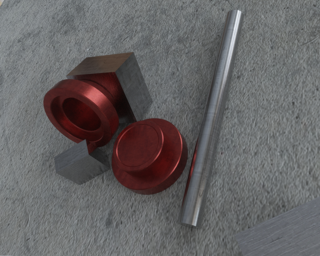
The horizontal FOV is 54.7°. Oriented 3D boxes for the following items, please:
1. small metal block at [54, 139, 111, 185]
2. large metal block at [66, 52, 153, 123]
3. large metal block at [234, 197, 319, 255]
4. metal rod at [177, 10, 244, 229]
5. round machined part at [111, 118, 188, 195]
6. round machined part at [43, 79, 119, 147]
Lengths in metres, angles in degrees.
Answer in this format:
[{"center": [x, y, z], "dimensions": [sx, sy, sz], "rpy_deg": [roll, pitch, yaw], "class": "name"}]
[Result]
[{"center": [-0.103, 0.047, 0.413], "dimensions": [0.050, 0.050, 0.025], "rpy_deg": [-29, 53, 10], "class": "small metal block"}, {"center": [-0.067, -0.054, 0.429], "dimensions": [0.080, 0.080, 0.050], "rpy_deg": [1, 41, 29], "class": "large metal block"}, {"center": [0.121, 0.114, 0.254], "dimensions": [0.080, 0.050, 0.080], "rpy_deg": [-28, 52, 10], "class": "large metal block"}, {"center": [0.069, -0.029, 0.385], "dimensions": [0.025, 0.025, 0.300], "rpy_deg": [2, 63, 29], "class": "metal rod"}, {"center": [-0.019, 0.029, 0.385], "dimensions": [0.098, 0.042, 0.098], "rpy_deg": [-13, 57, 21], "class": "round machined part"}, {"center": [-0.097, -0.024, 0.405], "dimensions": [0.098, 0.098, 0.042], "rpy_deg": [1, 41, 28], "class": "round machined part"}]
